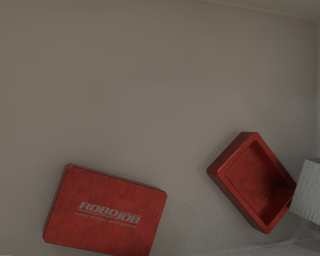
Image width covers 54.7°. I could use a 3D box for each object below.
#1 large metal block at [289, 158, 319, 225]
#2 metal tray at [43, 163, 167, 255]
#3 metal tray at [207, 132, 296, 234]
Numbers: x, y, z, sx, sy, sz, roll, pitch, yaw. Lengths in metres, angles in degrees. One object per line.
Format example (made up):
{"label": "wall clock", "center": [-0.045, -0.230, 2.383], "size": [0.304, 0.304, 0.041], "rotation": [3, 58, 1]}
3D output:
{"label": "large metal block", "center": [0.241, 0.094, 0.435], "size": [0.050, 0.080, 0.079], "rotation": [3, 104, -47]}
{"label": "metal tray", "center": [-0.066, 0.105, 0.385], "size": [0.131, 0.030, 0.090], "rotation": [20, 83, -19]}
{"label": "metal tray", "center": [0.142, 0.080, 0.462], "size": [0.090, 0.030, 0.130], "rotation": [-44, 104, -15]}
